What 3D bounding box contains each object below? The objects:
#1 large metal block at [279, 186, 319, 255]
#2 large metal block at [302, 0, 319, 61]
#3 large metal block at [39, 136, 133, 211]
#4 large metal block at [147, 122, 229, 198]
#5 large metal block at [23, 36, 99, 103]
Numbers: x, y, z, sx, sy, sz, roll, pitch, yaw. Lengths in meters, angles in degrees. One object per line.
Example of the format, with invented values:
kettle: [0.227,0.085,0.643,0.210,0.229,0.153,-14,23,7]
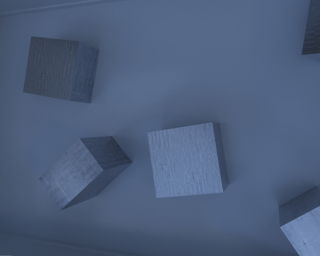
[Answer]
large metal block: [0.170,0.114,0.321,0.050,0.080,0.080,-36,79,16]
large metal block: [0.198,-0.110,0.307,0.080,0.050,0.079,12,95,56]
large metal block: [-0.096,0.057,0.415,0.080,0.080,0.050,-43,77,15]
large metal block: [0.036,0.039,0.384,0.080,0.050,0.080,-9,87,19]
large metal block: [-0.142,-0.083,0.447,0.080,0.050,0.080,11,94,19]
